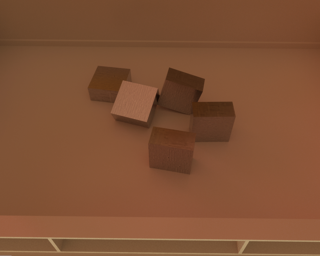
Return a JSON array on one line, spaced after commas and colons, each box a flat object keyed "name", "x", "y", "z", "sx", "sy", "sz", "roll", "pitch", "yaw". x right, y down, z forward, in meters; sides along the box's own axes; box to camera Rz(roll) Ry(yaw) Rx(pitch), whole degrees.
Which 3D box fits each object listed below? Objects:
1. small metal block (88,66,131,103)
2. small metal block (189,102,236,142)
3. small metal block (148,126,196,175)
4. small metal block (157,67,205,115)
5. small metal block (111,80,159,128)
[{"name": "small metal block", "x": -0.073, "y": -0.064, "z": 0.458, "sx": 0.050, "sy": 0.025, "sz": 0.050, "roll": 7, "pitch": 50, "yaw": 6}, {"name": "small metal block", "x": 0.065, "y": -0.007, "z": 0.395, "sx": 0.050, "sy": 0.050, "sz": 0.025, "roll": -1, "pitch": 50, "yaw": -1}, {"name": "small metal block", "x": 0.014, "y": 0.027, "z": 0.366, "sx": 0.050, "sy": 0.050, "sz": 0.025, "roll": 9, "pitch": 51, "yaw": 7}, {"name": "small metal block", "x": 0.028, "y": -0.049, "z": 0.423, "sx": 0.050, "sy": 0.050, "sz": 0.025, "roll": 17, "pitch": 51, "yaw": -3}, {"name": "small metal block", "x": -0.033, "y": -0.032, "z": 0.421, "sx": 0.050, "sy": 0.025, "sz": 0.050, "roll": 14, "pitch": 72, "yaw": 10}]
